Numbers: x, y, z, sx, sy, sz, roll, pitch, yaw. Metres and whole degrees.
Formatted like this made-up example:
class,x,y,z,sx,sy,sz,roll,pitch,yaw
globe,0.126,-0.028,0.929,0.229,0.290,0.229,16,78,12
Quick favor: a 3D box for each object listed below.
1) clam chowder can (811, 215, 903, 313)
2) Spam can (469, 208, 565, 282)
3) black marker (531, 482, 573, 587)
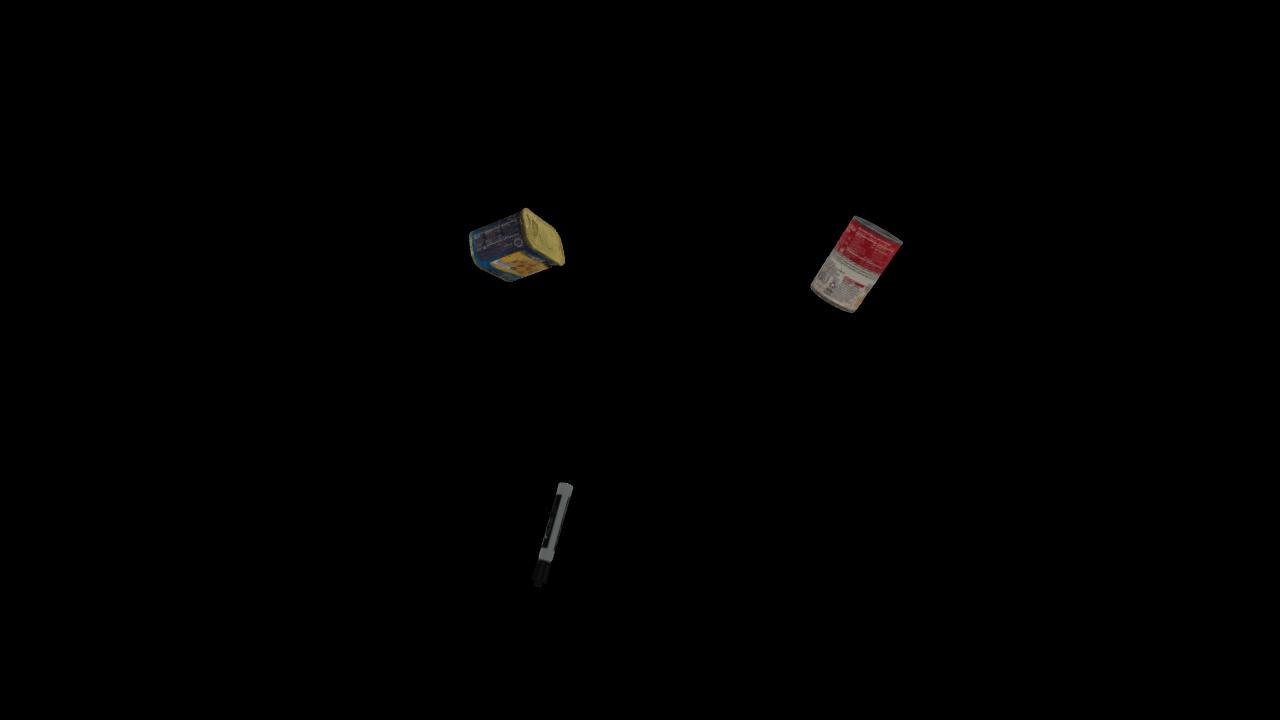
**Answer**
class,x,y,z,sx,sy,sz,roll,pitch,yaw
clam chowder can,0.268,-0.118,0.766,0.068,0.102,0.068,23,25,-11
Spam can,-0.161,-0.147,0.809,0.085,0.058,0.101,-17,-15,18
black marker,-0.103,0.205,0.726,0.020,0.121,0.020,11,-27,6
